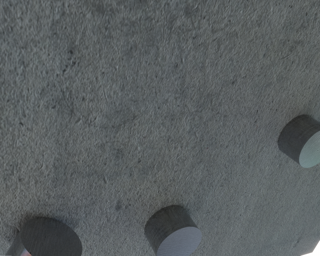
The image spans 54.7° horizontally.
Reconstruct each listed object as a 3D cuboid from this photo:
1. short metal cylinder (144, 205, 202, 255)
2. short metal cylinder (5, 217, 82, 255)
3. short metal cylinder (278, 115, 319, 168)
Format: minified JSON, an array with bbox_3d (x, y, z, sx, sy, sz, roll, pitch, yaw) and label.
[{"bbox_3d":[0.021,0.175,0.510,0.081,0.050,0.079,-14,124,-21],"label":"short metal cylinder"},{"bbox_3d":[-0.147,0.159,0.390,0.080,0.080,0.050,24,105,-37],"label":"short metal cylinder"},{"bbox_3d":[0.257,0.023,0.545,0.081,0.050,0.079,-14,124,-21],"label":"short metal cylinder"}]
